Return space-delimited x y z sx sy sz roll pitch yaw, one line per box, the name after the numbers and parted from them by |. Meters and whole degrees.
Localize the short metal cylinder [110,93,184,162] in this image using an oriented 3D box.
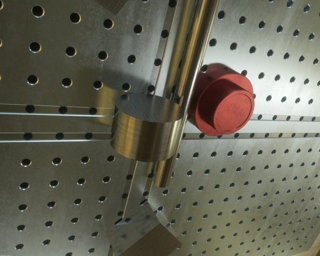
-0.016 -0.003 0.366 0.081 0.080 0.050 -3 120 -28 | short metal cylinder

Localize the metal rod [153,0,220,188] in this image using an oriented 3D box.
0.032 -0.049 0.400 0.025 0.025 0.298 -2 119 -28 | metal rod

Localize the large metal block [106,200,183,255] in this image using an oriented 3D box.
-0.024 0.175 0.492 0.080 0.050 0.080 -38 130 -3 | large metal block

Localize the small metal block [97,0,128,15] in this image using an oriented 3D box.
-0.048 -0.146 0.295 0.050 0.025 0.050 -50 129 7 | small metal block

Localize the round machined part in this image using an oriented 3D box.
0.092 -0.030 0.434 0.099 0.042 0.097 -14 124 -21 | round machined part
